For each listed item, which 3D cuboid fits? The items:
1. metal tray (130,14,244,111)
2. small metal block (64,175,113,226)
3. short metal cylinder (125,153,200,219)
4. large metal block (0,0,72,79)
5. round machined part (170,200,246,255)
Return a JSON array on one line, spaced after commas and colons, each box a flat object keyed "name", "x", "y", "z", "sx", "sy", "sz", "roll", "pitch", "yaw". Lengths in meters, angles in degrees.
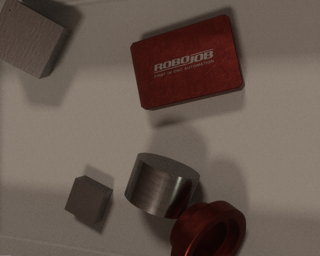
[{"name": "metal tray", "x": 0.033, "y": -0.079, "z": 0.396, "sx": 0.130, "sy": 0.030, "sz": 0.089, "roll": -12, "pitch": 86, "yaw": 19}, {"name": "small metal block", "x": -0.102, "y": 0.103, "z": 0.445, "sx": 0.050, "sy": 0.025, "sz": 0.050, "roll": 23, "pitch": 97, "yaw": 18}, {"name": "short metal cylinder", "x": 0.003, "y": 0.068, "z": 0.380, "sx": 0.080, "sy": 0.080, "sz": 0.050, "roll": 21, "pitch": 97, "yaw": 18}, {"name": "large metal block", "x": -0.187, "y": -0.127, "z": 0.445, "sx": 0.080, "sy": 0.050, "sz": 0.080, "roll": 28, "pitch": 100, "yaw": -10}, {"name": "round machined part", "x": 0.051, "y": 0.127, "z": 0.361, "sx": 0.042, "sy": 0.099, "sz": 0.097, "roll": 32, "pitch": 102, "yaw": 47}]
